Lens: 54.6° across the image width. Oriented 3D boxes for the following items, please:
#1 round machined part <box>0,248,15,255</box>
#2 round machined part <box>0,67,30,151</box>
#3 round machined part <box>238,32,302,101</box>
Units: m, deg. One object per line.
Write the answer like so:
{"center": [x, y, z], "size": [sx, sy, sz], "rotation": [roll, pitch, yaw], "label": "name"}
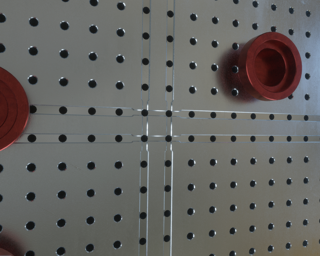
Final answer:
{"center": [-0.196, 0.174, 0.332], "size": [0.099, 0.042, 0.097], "rotation": [0, 90, -20], "label": "round machined part"}
{"center": [-0.193, -0.020, 0.332], "size": [0.099, 0.042, 0.097], "rotation": [0, 90, -20], "label": "round machined part"}
{"center": [0.157, -0.088, 0.461], "size": [0.099, 0.042, 0.097], "rotation": [0, 90, -20], "label": "round machined part"}
